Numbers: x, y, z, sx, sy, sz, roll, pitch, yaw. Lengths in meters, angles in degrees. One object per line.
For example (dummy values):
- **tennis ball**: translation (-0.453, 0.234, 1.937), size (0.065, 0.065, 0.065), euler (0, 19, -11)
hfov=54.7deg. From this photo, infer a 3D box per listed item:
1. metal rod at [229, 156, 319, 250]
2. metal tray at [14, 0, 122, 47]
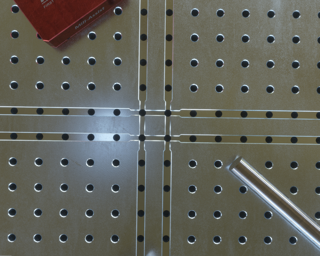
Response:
- **metal rod**: translation (0.214, 0.146, 0.416), size (0.300, 0.025, 0.025), euler (41, 90, -1)
- **metal tray**: translation (-0.120, -0.182, 0.409), size (0.130, 0.030, 0.090), euler (-36, 90, -1)
